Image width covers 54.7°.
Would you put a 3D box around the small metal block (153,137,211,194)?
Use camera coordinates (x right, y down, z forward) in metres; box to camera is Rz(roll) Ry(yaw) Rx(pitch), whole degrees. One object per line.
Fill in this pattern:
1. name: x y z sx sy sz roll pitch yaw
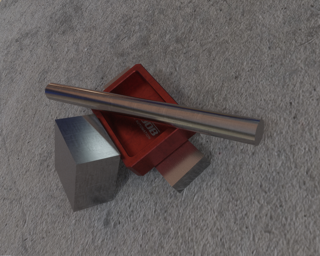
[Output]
1. small metal block: 0.023 0.040 0.368 0.050 0.025 0.050 -43 51 -2

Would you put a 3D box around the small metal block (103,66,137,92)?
1. small metal block: -0.050 -0.057 0.465 0.050 0.025 0.050 -39 51 2

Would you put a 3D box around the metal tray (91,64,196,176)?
1. metal tray: -0.026 -0.015 0.391 0.090 0.030 0.130 -39 51 1

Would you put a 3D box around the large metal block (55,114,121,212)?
1. large metal block: -0.093 0.041 0.381 0.050 0.079 0.080 -11 43 -30

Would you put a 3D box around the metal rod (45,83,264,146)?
1. metal rod: -0.032 -0.024 0.365 0.300 0.025 0.025 13 68 33
